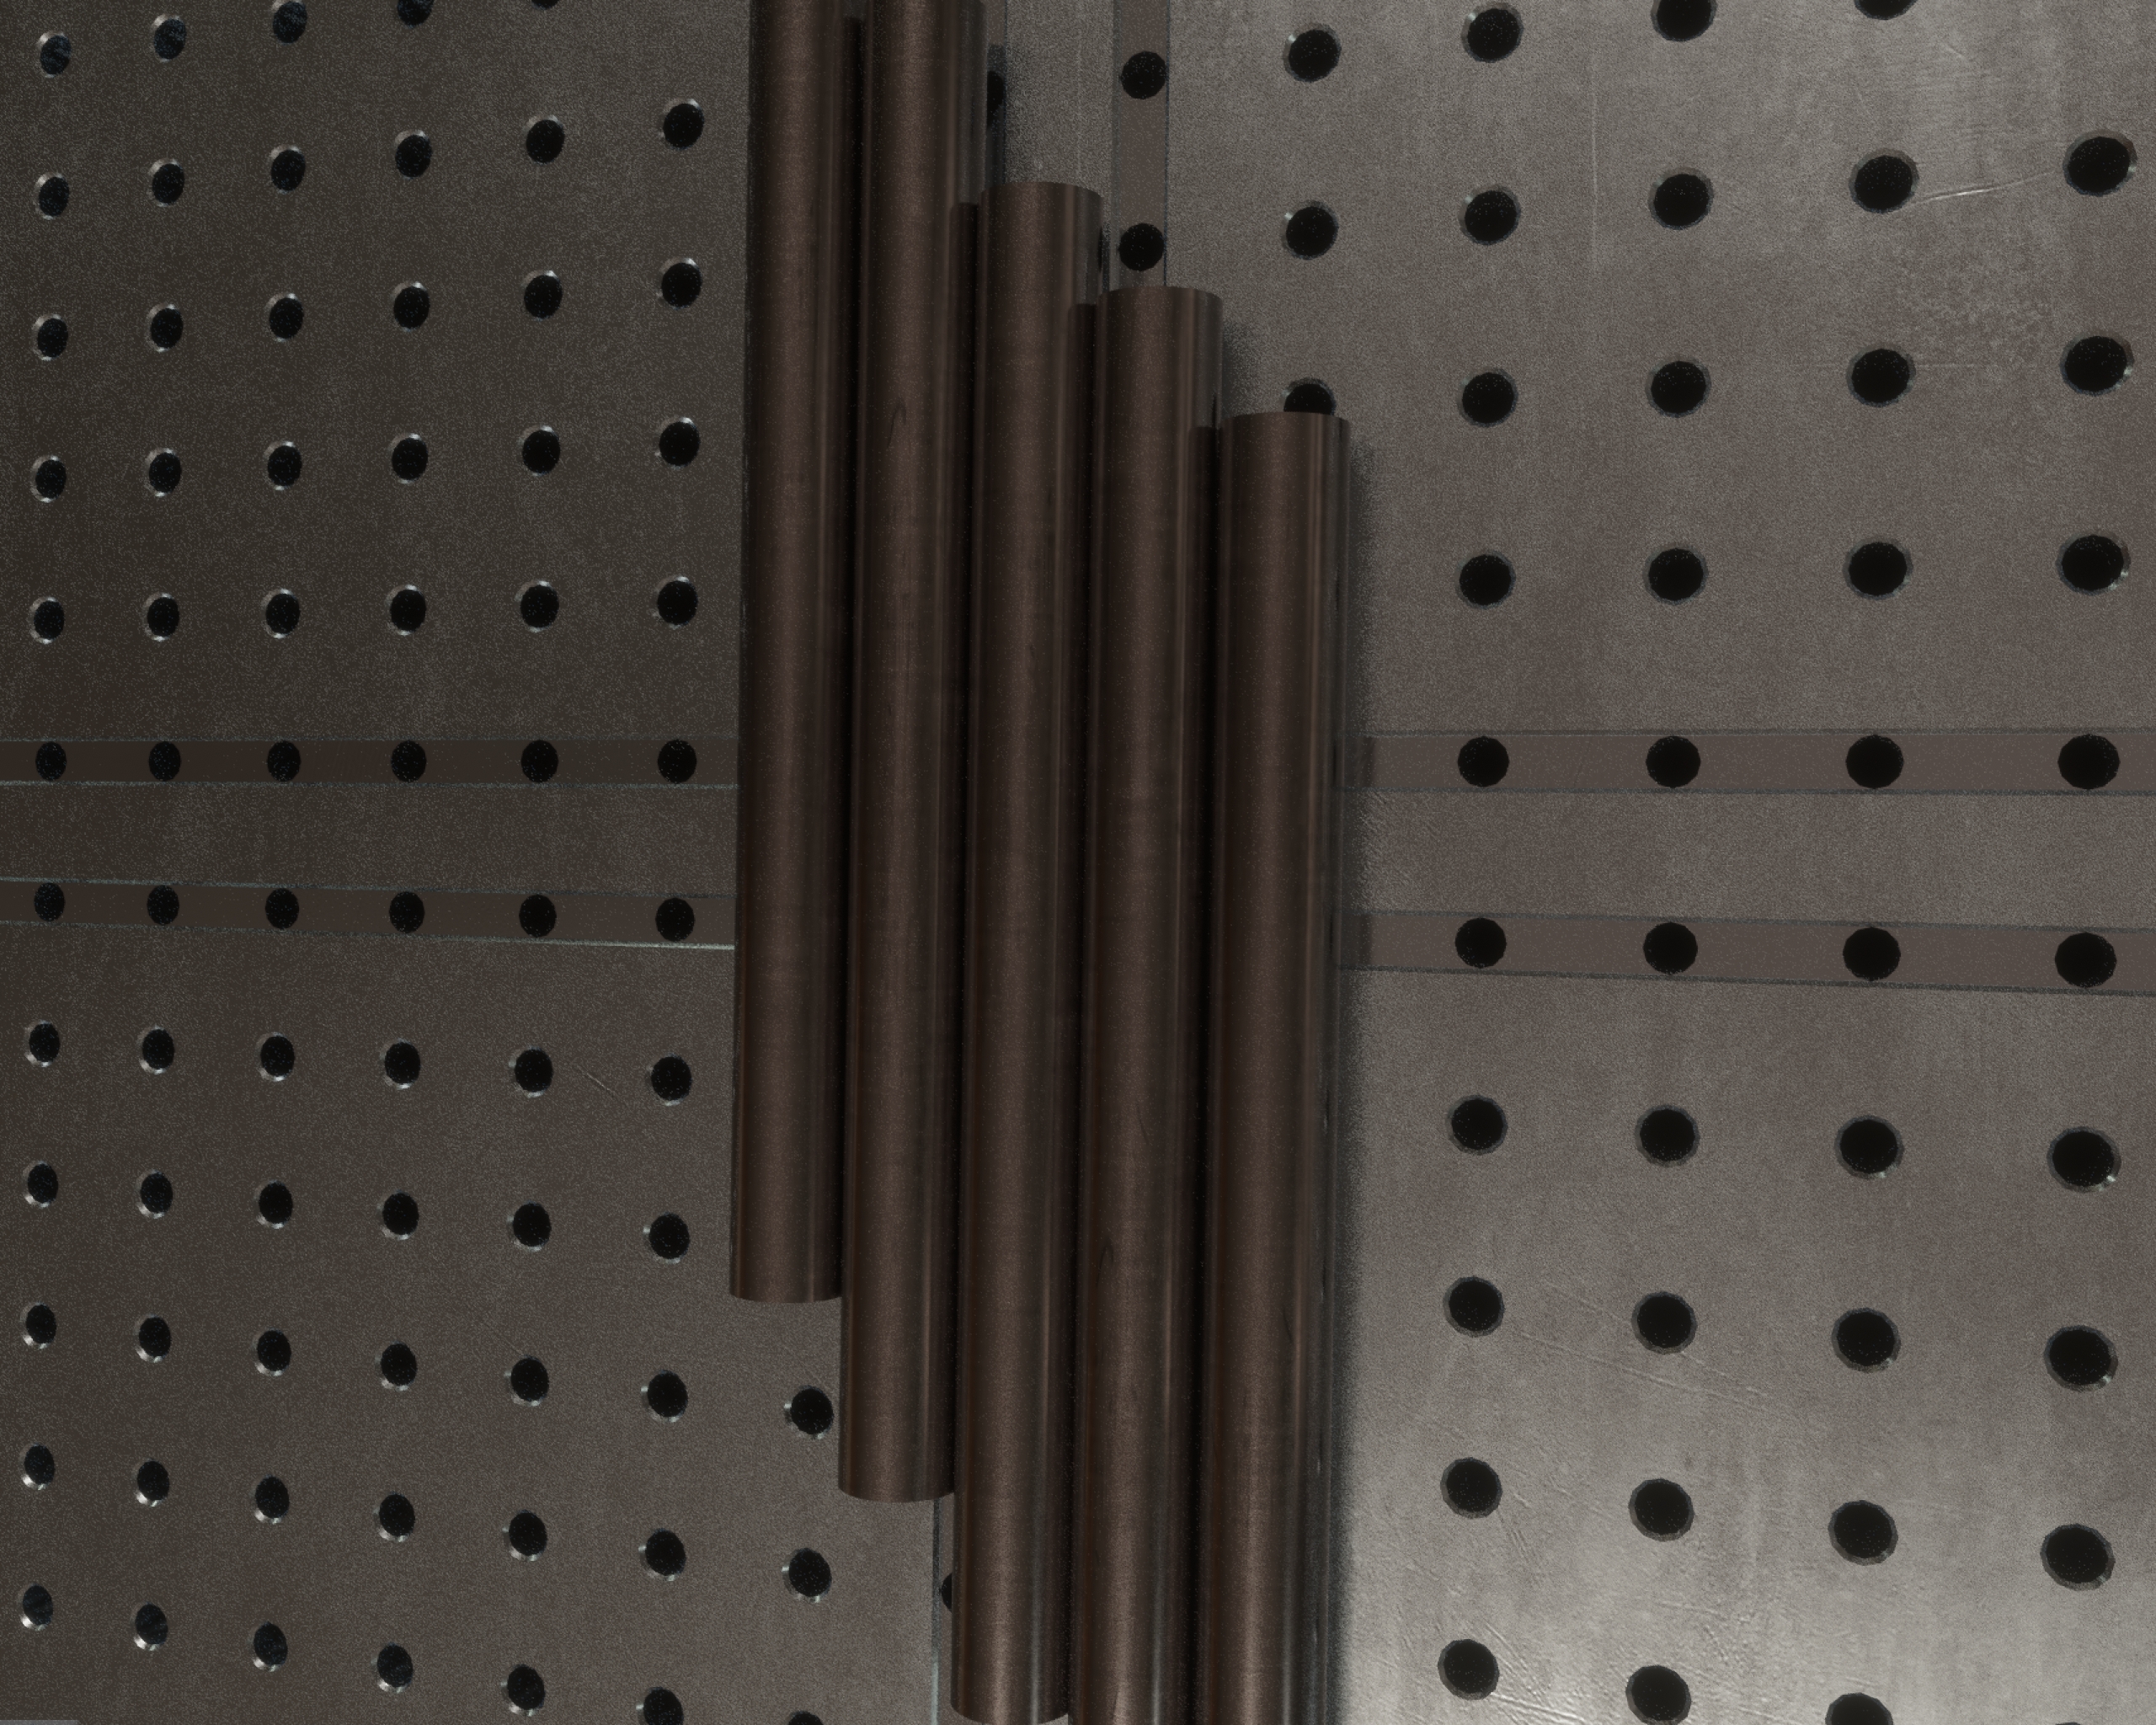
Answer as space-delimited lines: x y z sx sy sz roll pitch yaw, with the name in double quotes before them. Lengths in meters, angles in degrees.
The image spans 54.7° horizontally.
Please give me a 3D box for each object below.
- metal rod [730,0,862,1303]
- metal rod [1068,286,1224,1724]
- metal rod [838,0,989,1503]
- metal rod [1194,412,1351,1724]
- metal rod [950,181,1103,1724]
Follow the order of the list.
"metal rod" -0.057 -0.060 0.431 0.025 0.025 0.298 1 90 19
"metal rod" 0.013 0.040 0.406 0.025 0.025 0.298 1 90 19
"metal rod" -0.033 -0.023 0.422 0.025 0.025 0.298 1 90 19
"metal rod" 0.037 0.066 0.398 0.025 0.025 0.298 1 90 19
"metal rod" -0.010 0.018 0.414 0.025 0.025 0.298 1 90 19
